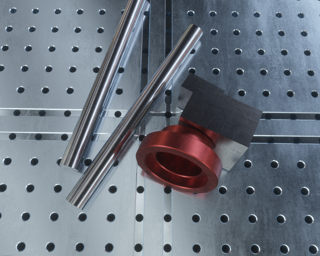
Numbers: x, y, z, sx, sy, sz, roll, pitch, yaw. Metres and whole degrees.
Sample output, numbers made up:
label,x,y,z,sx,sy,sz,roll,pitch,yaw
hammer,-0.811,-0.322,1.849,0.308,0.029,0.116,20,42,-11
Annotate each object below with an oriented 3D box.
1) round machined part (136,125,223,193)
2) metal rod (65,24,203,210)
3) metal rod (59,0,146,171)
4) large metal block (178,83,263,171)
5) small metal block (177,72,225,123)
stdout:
label,x,y,z,sx,sy,sz,roll,pitch,yaw
round machined part,0.025,0.033,0.363,0.098,0.097,0.042,20,58,7
metal rod,-0.026,-0.027,0.421,0.025,0.025,0.300,30,72,10
metal rod,-0.072,-0.084,0.441,0.025,0.025,0.299,16,71,5
large metal block,0.067,0.001,0.380,0.080,0.080,0.050,25,65,8
small metal block,0.053,-0.039,0.412,0.050,0.050,0.025,30,66,10
